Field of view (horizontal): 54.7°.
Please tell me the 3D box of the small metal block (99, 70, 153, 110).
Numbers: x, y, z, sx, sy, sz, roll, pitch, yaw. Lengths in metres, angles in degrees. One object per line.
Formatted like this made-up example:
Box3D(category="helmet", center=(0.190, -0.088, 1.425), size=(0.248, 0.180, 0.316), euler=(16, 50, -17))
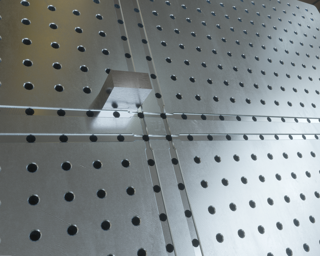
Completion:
Box3D(category="small metal block", center=(-0.045, -0.048, 0.398), size=(0.050, 0.050, 0.025), euler=(0, 62, -29))
